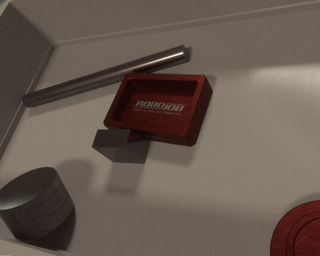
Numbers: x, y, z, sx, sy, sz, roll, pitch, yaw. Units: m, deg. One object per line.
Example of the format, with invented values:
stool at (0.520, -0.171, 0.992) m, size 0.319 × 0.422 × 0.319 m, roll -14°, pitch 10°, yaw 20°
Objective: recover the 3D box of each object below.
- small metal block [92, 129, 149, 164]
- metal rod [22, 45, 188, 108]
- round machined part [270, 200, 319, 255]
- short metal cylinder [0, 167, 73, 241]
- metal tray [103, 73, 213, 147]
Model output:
small metal block at (-0.050, 0.024, 0.399) m, size 0.050 × 0.050 × 0.025 m, roll -1°, pitch 62°, yaw 27°
metal rod at (-0.100, -0.079, 0.504) m, size 0.301 × 0.025 × 0.025 m, roll -12°, pitch 57°, yaw 20°
round machined part at (0.142, 0.107, 0.255) m, size 0.098 × 0.042 × 0.098 m, roll -13°, pitch 56°, yaw 20°
short metal cylinder at (-0.158, 0.093, 0.391) m, size 0.080 × 0.050 × 0.080 m, roll -15°, pitch 25°, yaw 8°
metal tray at (-0.004, -0.029, 0.420) m, size 0.130 × 0.030 × 0.090 m, roll 8°, pitch 65°, yaw 31°
